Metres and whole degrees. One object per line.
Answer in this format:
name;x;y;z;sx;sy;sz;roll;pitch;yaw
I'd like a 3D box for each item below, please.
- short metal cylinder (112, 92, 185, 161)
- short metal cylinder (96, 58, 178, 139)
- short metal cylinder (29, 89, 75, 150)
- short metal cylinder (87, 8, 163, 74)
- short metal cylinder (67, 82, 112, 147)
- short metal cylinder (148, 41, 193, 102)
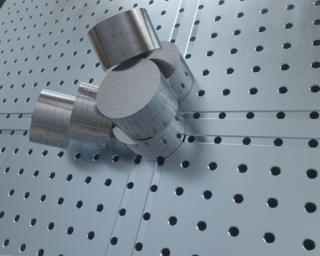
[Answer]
short metal cylinder;-0.014;-0.004;0.401;0.080;0.050;0.080;-13;56;21
short metal cylinder;-0.026;-0.034;0.360;0.080;0.050;0.080;-13;56;21
short metal cylinder;-0.152;-0.013;0.452;0.050;0.080;0.080;14;61;-12
short metal cylinder;-0.043;-0.107;0.388;0.080;0.080;0.050;-22;97;15
short metal cylinder;-0.091;-0.018;0.422;0.050;0.080;0.080;14;61;-12
short metal cylinder;0.000;-0.075;0.437;0.080;0.050;0.080;-13;56;21
